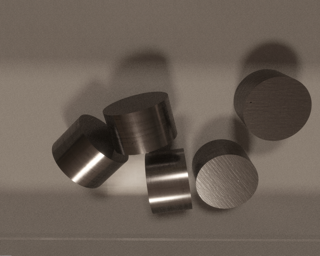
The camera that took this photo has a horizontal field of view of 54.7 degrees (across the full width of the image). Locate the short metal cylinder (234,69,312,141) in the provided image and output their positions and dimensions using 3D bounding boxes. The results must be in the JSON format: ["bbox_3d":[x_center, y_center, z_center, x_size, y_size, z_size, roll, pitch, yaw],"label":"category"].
[{"bbox_3d":[0.139,-0.030,0.389,0.081,0.050,0.079,0,110,-1],"label":"short metal cylinder"}]

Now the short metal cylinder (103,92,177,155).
[{"bbox_3d":[-0.024,-0.008,0.379,0.080,0.080,0.050,-13,110,4],"label":"short metal cylinder"}]

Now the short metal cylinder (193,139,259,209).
[{"bbox_3d":[0.086,0.062,0.422,0.081,0.050,0.079,0,110,-1],"label":"short metal cylinder"}]

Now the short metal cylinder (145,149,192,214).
[{"bbox_3d":[0.012,0.069,0.408,0.050,0.080,0.079,-8,110,3],"label":"short metal cylinder"}]

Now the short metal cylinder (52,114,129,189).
[{"bbox_3d":[-0.087,0.029,0.391,0.050,0.080,0.080,-43,105,14],"label":"short metal cylinder"}]
